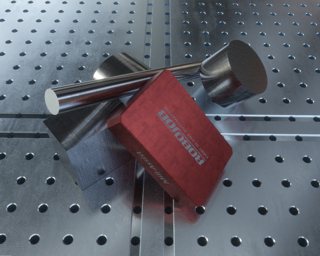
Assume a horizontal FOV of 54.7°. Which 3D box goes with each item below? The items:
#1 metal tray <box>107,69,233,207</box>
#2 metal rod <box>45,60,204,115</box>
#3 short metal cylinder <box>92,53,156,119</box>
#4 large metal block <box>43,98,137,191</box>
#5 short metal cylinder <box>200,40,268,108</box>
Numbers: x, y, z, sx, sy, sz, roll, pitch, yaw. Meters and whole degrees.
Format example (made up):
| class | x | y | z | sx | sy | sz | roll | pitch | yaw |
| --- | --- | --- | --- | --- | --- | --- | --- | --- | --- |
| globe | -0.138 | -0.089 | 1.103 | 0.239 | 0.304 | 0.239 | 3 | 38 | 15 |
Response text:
| class | x | y | z | sx | sy | sz | roll | pitch | yaw |
| --- | --- | --- | --- | --- | --- | --- | --- | --- | --- |
| metal tray | 0.017 | 0.012 | 0.343 | 0.130 | 0.030 | 0.090 | 49 | 55 | -15 |
| metal rod | 0.001 | -0.064 | 0.392 | 0.025 | 0.025 | 0.302 | 39 | 39 | 27 |
| short metal cylinder | -0.044 | -0.053 | 0.416 | 0.080 | 0.080 | 0.050 | -36 | 59 | -27 |
| large metal block | -0.076 | 0.014 | 0.359 | 0.081 | 0.080 | 0.050 | -33 | 58 | -25 |
| short metal cylinder | 0.102 | -0.073 | 0.429 | 0.081 | 0.050 | 0.080 | 17 | 60 | -33 |
